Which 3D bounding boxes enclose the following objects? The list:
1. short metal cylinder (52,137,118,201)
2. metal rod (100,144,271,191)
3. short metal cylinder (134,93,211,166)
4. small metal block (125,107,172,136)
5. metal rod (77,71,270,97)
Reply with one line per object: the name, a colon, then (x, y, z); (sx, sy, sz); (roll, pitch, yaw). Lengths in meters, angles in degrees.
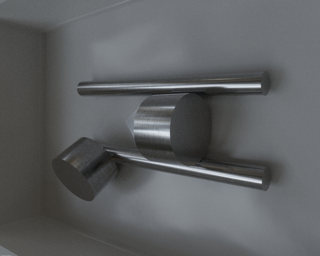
short metal cylinder: (-0.110, 0.060, 0.454); (0.080, 0.050, 0.079); (24, 137, 24)
metal rod: (-0.008, 0.043, 0.409); (0.300, 0.025, 0.025); (4, 93, 39)
short metal cylinder: (0.016, 0.001, 0.354); (0.050, 0.081, 0.079); (2, 92, 40)
small metal block: (-0.013, -0.004, 0.413); (0.050, 0.025, 0.050); (-45, 63, 30)
metal rod: (-0.009, -0.054, 0.409); (0.300, 0.025, 0.025); (5, 93, 39)
